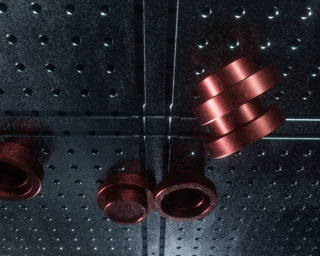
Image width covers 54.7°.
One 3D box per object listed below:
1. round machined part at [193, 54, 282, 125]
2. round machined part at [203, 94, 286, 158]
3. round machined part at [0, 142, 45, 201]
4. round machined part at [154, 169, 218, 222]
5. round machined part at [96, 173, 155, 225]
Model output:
[{"bbox_3d":[0.078,-0.045,0.340,0.098,0.098,0.042,-30,89,23],"label":"round machined part"},{"bbox_3d":[0.095,-0.006,0.373,0.098,0.098,0.042,-30,89,23],"label":"round machined part"},{"bbox_3d":[-0.217,0.059,0.448,0.099,0.042,0.097,-1,130,0],"label":"round machined part"},{"bbox_3d":[0.039,0.102,0.488,0.099,0.042,0.097,-1,130,-1],"label":"round machined part"},{"bbox_3d":[-0.054,0.121,0.503,0.099,0.042,0.097,-1,130,0],"label":"round machined part"}]
